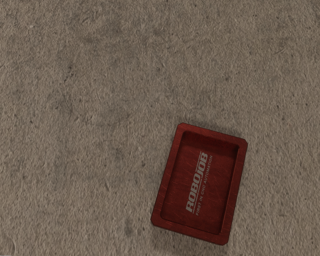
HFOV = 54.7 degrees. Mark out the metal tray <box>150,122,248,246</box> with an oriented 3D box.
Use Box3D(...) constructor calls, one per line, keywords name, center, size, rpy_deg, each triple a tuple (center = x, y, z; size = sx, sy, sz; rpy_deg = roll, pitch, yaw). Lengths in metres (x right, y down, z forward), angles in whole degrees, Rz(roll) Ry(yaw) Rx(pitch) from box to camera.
Box3D(name="metal tray", center=(0.049, 0.066, 0.381), size=(0.090, 0.030, 0.130), rpy_deg=(15, 71, 5))
